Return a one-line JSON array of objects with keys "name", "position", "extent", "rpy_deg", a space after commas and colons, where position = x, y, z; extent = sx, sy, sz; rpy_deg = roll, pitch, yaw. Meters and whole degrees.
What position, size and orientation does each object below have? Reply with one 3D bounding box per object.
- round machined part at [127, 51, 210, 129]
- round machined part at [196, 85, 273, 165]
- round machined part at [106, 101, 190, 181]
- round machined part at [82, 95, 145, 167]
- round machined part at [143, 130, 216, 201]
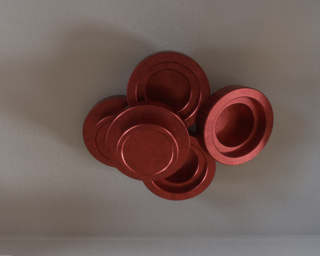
[{"name": "round machined part", "position": [0.010, -0.046, 0.384], "extent": [0.099, 0.042, 0.097], "rpy_deg": [0, 110, -1]}, {"name": "round machined part", "position": [0.088, -0.006, 0.388], "extent": [0.099, 0.042, 0.097], "rpy_deg": [-7, 109, -20]}, {"name": "round machined part", "position": [-0.014, 0.020, 0.361], "extent": [0.099, 0.042, 0.097], "rpy_deg": [0, 110, -1]}, {"name": "round machined part", "position": [-0.051, 0.009, 0.401], "extent": [0.099, 0.042, 0.097], "rpy_deg": [0, 110, -1]}, {"name": "round machined part", "position": [0.023, 0.045, 0.417], "extent": [0.099, 0.042, 0.097], "rpy_deg": [0, 110, -1]}]
